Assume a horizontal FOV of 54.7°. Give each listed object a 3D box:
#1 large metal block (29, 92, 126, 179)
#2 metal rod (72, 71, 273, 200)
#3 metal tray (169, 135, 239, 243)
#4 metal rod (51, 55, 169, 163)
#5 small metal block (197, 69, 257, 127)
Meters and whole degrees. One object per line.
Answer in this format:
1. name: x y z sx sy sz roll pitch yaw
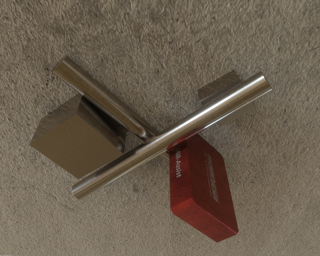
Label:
1. large metal block: -0.101 0.010 0.398 0.080 0.050 0.080 -30 125 22
2. metal rod: -0.002 0.021 0.393 0.300 0.025 0.025 -32 124 23
3. metal tray: 0.053 0.066 0.396 0.030 0.130 0.090 -35 122 26
4. metal rod: -0.013 0.012 0.419 0.025 0.025 0.301 -35 123 25
5. small metal block: 0.082 -0.035 0.380 0.050 0.025 0.050 -28 125 21
